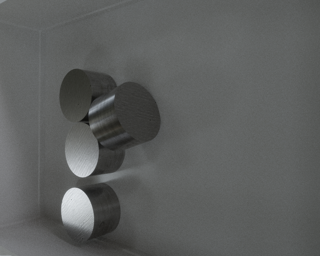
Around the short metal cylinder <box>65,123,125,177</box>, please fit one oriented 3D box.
[{"bbox_3d":[-0.099,0.032,0.470,0.080,0.050,0.079,0,90,39],"label":"short metal cylinder"}]

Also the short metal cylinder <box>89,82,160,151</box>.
[{"bbox_3d":[-0.045,-0.014,0.406,0.050,0.081,0.080,-21,77,38],"label":"short metal cylinder"}]

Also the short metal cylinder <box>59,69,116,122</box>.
[{"bbox_3d":[-0.111,-0.048,0.479,0.080,0.050,0.079,0,90,39],"label":"short metal cylinder"}]

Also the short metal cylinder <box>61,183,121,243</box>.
[{"bbox_3d":[-0.107,0.128,0.476,0.080,0.050,0.079,0,90,39],"label":"short metal cylinder"}]
